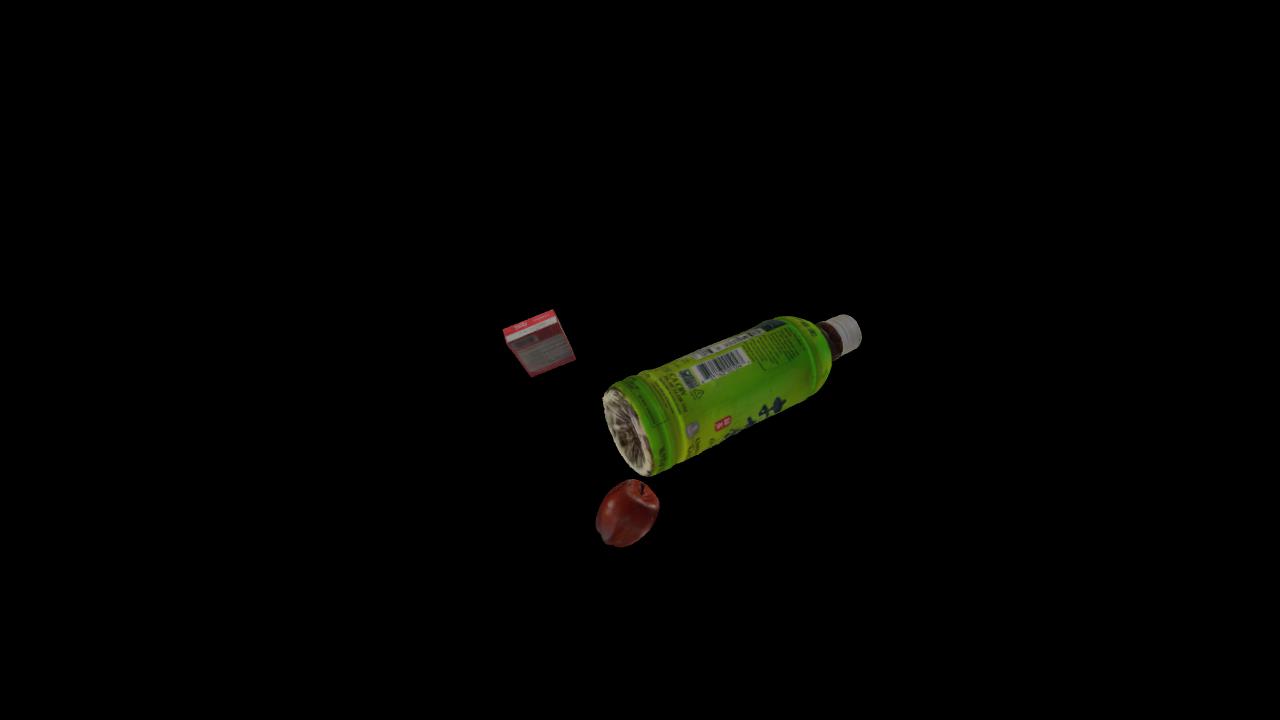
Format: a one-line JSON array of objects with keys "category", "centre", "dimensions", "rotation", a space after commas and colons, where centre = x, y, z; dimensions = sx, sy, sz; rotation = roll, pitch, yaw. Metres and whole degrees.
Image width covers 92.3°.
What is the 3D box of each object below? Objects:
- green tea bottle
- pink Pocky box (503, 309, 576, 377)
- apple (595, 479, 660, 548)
[{"category": "green tea bottle", "centre": [0.079, 0.013, 0.459], "dimensions": [0.212, 0.073, 0.073], "rotation": [-23, 8, -20]}, {"category": "pink Pocky box", "centre": [-0.158, -0.023, 0.984], "dimensions": [0.084, 0.029, 0.155], "rotation": [-22, -21, -4]}, {"category": "apple", "centre": [-0.017, 0.204, 0.826], "dimensions": [0.079, 0.093, 0.079], "rotation": [32, 13, -8]}]
